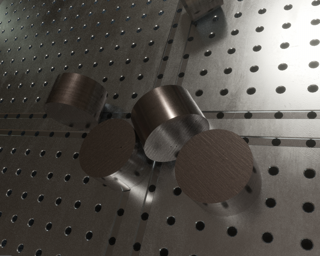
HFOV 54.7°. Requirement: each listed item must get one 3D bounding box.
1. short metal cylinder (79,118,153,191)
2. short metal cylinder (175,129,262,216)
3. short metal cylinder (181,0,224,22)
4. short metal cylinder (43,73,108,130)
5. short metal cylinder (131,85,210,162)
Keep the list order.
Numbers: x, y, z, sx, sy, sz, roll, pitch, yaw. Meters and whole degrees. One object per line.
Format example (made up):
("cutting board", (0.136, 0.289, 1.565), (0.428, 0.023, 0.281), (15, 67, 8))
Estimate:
("short metal cylinder", (-0.055, 0.035, 0.398), (0.080, 0.050, 0.080), (-13, 56, 20))
("short metal cylinder", (0.063, 0.048, 0.329), (0.080, 0.050, 0.080), (-13, 56, 20))
("short metal cylinder", (0.055, -0.211, 0.472), (0.050, 0.080, 0.080), (-29, 52, 10))
("short metal cylinder", (-0.123, -0.038, 0.459), (0.080, 0.080, 0.050), (0, 62, 28))
("short metal cylinder", (0.011, -0.004, 0.369), (0.080, 0.080, 0.050), (-32, 52, 7))
